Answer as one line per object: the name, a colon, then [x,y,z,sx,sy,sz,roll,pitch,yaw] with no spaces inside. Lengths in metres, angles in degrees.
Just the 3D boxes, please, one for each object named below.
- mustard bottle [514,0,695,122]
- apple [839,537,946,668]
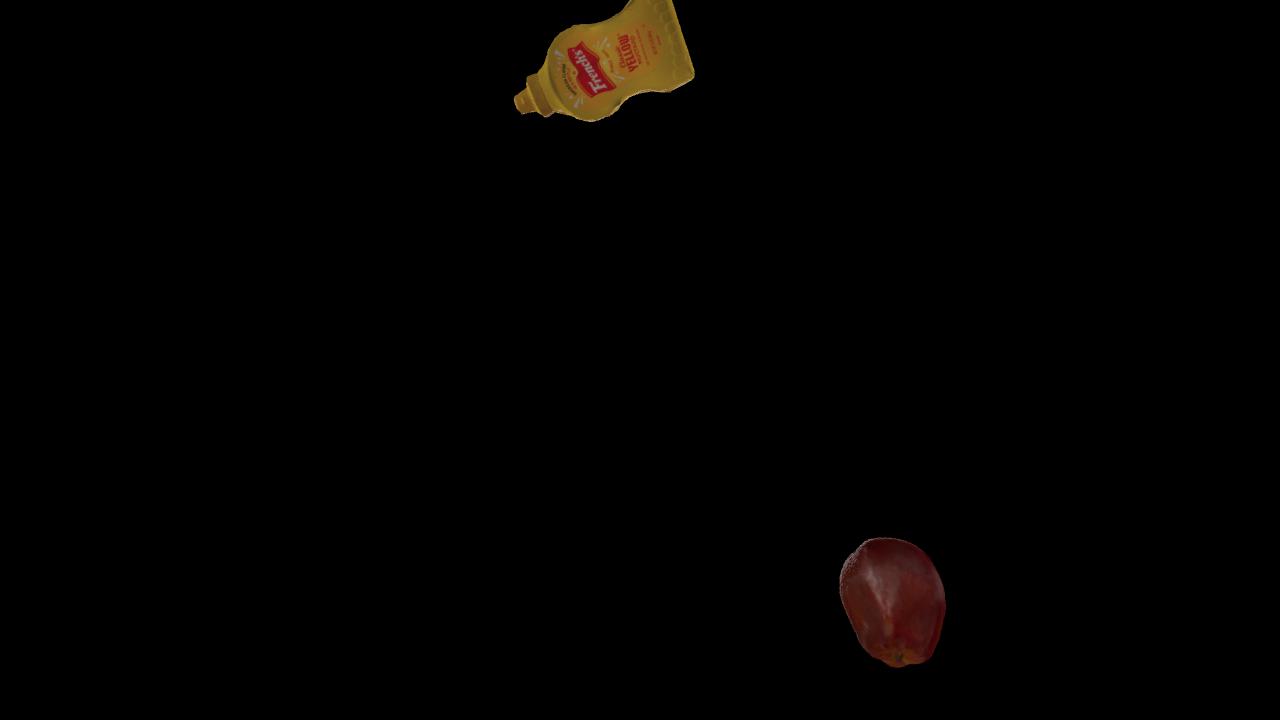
mustard bottle: [-0.044,-0.293,0.622,0.184,0.092,0.054,-18,25,12]
apple: [0.198,0.186,0.480,0.079,0.079,0.093,5,45,5]
